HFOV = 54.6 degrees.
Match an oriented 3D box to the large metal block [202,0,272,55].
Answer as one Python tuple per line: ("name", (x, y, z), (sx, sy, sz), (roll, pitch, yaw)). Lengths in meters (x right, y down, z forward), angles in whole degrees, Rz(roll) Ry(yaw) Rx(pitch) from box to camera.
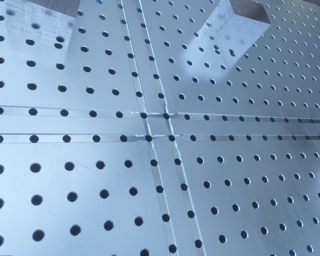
("large metal block", (0.135, -0.183, 0.556), (0.081, 0.080, 0.050), (4, 60, -26))

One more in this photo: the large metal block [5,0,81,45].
("large metal block", (-0.151, -0.169, 0.414), (0.081, 0.050, 0.080), (15, 56, -20))
